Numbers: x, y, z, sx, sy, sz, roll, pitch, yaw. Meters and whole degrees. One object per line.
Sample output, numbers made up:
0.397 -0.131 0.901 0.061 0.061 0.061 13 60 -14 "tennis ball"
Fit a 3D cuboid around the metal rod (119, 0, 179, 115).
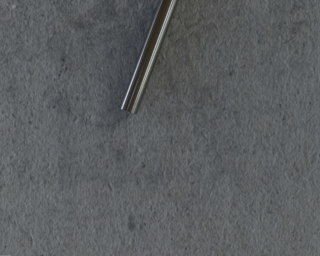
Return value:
0.009 -0.162 0.409 0.025 0.025 0.299 20 90 -1 "metal rod"
